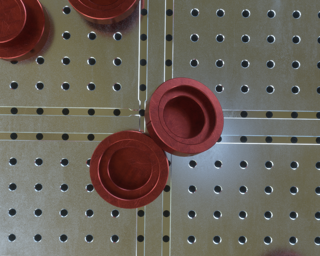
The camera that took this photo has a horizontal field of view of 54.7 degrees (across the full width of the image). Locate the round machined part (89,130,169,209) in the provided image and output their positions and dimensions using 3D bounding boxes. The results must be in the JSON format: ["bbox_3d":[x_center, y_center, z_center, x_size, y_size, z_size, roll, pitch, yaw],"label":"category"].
[{"bbox_3d":[-0.038,0.051,0.403,0.099,0.042,0.097,0,92,2],"label":"round machined part"}]

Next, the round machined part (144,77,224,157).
[{"bbox_3d":[0.027,-0.011,0.393,0.099,0.042,0.098,6,72,-19],"label":"round machined part"}]

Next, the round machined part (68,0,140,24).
[{"bbox_3d":[-0.072,-0.183,0.404,0.099,0.042,0.097,0,90,-1],"label":"round machined part"}]

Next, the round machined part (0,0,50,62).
[{"bbox_3d":[-0.200,-0.139,0.402,0.099,0.042,0.097,0,90,-1],"label":"round machined part"}]
